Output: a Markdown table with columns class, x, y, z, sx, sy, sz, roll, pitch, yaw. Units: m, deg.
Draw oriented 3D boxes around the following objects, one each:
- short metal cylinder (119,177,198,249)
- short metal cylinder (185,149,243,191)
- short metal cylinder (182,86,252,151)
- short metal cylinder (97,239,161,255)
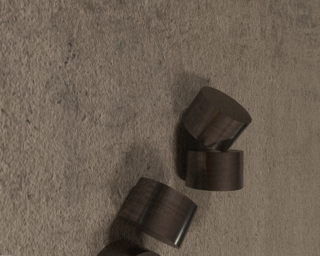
| class | x | y | z | sx | sy | sz | roll | pitch | yaw |
| --- | --- | --- | --- | --- | --- | --- | --- | --- | --- |
| short metal cylinder | -0.002 | 0.101 | 0.370 | 0.080 | 0.080 | 0.050 | 44 | 63 | -32 |
| short metal cylinder | 0.076 | 0.056 | 0.435 | 0.081 | 0.080 | 0.050 | 1 | 90 | -40 |
| short metal cylinder | 0.078 | -0.014 | 0.428 | 0.081 | 0.080 | 0.050 | 7 | 127 | -40 |
| short metal cylinder | -0.036 | 0.178 | 0.361 | 0.081 | 0.050 | 0.079 | 0 | 90 | -40 |
